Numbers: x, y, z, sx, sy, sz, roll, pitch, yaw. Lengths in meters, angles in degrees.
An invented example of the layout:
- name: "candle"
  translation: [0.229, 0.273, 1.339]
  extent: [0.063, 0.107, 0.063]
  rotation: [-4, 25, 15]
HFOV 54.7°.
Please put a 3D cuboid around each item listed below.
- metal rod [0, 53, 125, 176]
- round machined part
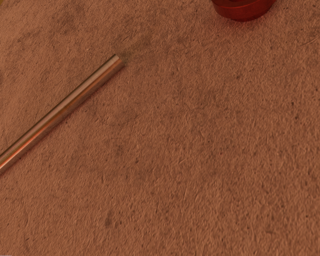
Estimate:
- name: "metal rod"
  translation: [-0.178, -0.013, 0.504]
  extent: [0.300, 0.025, 0.025]
  rotation: [-42, 51, -1]
- name: "round machined part"
  translation: [0.125, -0.193, 0.446]
  extent: [0.098, 0.042, 0.098]
  rotation: [-13, 56, 21]
